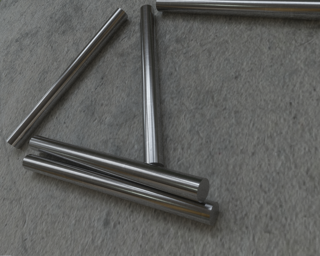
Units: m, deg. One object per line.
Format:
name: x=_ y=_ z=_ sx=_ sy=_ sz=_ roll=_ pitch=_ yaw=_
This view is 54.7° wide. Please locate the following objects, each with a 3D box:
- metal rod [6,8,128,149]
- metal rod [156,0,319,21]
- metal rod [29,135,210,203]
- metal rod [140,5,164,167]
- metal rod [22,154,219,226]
metal rod: x=-0.156 y=-0.091 z=0.538 sx=0.025 sy=0.025 sz=0.300 roll=28 pitch=77 yaw=37
metal rod: x=0.119 y=-0.174 z=0.447 sx=0.300 sy=0.025 sz=0.025 roll=18 pitch=71 yaw=34
metal rod: x=-0.076 y=0.043 z=0.400 sx=0.300 sy=0.025 sz=0.025 roll=9 pitch=66 yaw=36
metal rod: x=-0.015 y=-0.078 z=0.458 sx=0.025 sy=0.025 sz=0.299 roll=-16 pitch=55 yaw=19
metal rod: x=-0.071 y=0.070 z=0.396 sx=0.300 sy=0.025 sz=0.025 roll=8 pitch=66 yaw=31
